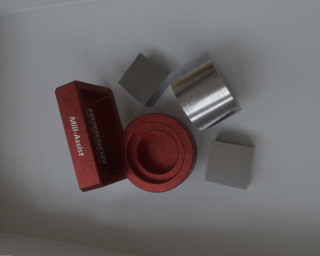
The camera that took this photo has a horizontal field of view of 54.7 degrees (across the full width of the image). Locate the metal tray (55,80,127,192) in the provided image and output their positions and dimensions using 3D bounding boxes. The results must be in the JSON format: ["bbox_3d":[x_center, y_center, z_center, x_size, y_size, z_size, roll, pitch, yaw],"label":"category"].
[{"bbox_3d":[-0.081,0.009,0.401,0.030,0.090,0.129,-18,84,19],"label":"metal tray"}]

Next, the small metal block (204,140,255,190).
[{"bbox_3d":[0.085,0.044,0.378,0.050,0.025,0.050,10,93,20],"label":"small metal block"}]

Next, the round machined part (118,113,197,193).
[{"bbox_3d":[0.000,0.030,0.397,0.098,0.042,0.097,0,90,19],"label":"round machined part"}]

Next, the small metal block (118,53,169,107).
[{"bbox_3d":[-0.019,-0.063,0.414,0.050,0.025,0.050,42,104,16],"label":"small metal block"}]

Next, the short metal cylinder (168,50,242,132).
[{"bbox_3d":[0.053,-0.043,0.361,0.050,0.080,0.080,-31,80,17],"label":"short metal cylinder"}]
